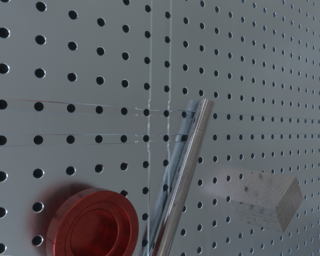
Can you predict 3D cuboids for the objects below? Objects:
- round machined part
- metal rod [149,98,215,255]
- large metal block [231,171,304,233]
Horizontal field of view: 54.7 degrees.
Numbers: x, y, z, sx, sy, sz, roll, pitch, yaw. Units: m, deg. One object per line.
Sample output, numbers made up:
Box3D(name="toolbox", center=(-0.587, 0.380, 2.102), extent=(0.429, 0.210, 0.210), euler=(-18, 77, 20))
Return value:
Box3D(name="round machined part", center=(-0.075, 0.114, 0.336), extent=(0.099, 0.042, 0.097), euler=(0, 90, -40))
Box3D(name="metal rod", center=(0.024, 0.097, 0.429), extent=(0.025, 0.025, 0.299), euler=(31, 71, -36))
Box3D(name="large metal block", center=(0.183, 0.122, 0.528), extent=(0.080, 0.080, 0.050), euler=(-40, 115, -33))
